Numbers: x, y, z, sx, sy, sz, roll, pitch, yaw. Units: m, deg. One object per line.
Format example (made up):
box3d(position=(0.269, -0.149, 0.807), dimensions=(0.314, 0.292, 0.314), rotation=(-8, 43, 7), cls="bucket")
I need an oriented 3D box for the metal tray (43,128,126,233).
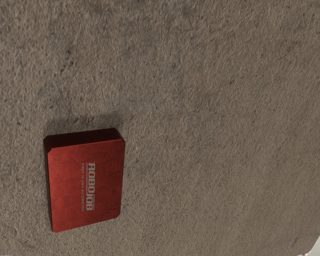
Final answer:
box3d(position=(-0.095, 0.067, 0.394), dimensions=(0.091, 0.030, 0.129), rotation=(-7, 122, -25), cls="metal tray")
